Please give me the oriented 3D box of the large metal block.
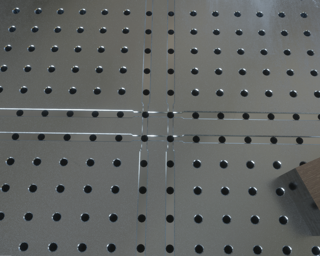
[{"bbox_3d":[0.208,0.075,0.372,0.080,0.050,0.080,-21,72,-8],"label":"large metal block"}]
